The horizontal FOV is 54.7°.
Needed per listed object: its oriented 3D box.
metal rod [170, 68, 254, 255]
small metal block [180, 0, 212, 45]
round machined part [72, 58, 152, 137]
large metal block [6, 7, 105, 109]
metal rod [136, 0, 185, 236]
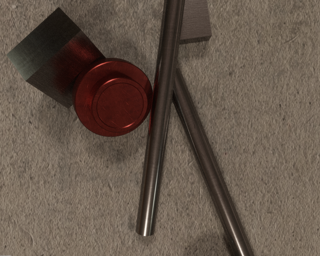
[{"bbox_3d":[0.070,0.064,0.410,0.025,0.025,0.299,-22,90,0],"label":"metal rod"},{"bbox_3d":[0.038,-0.140,0.410,0.050,0.025,0.050,-8,90,-1],"label":"small metal block"},{"bbox_3d":[-0.054,-0.033,0.378,0.099,0.042,0.097,-10,116,-21],"label":"round machined part"},{"bbox_3d":[-0.116,-0.081,0.374,0.080,0.080,0.050,-43,65,0],"label":"large metal block"},{"bbox_3d":[-0.001,-0.010,0.393,0.025,0.025,0.298,7,97,-1],"label":"metal rod"}]
